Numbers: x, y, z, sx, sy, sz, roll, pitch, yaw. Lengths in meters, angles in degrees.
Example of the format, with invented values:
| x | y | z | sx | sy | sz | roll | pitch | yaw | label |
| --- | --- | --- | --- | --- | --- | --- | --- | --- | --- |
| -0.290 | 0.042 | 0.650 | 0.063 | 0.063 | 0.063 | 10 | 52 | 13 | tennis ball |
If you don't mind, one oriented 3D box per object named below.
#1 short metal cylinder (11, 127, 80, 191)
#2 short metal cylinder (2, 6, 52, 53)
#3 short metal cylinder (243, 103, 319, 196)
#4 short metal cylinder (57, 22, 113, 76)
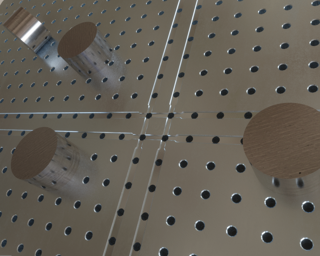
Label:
| x | y | z | sx | sy | sz | roll | pitch | yaw | label |
| --- | --- | --- | --- | --- | --- | --- | --- | --- | --- |
| -0.165 | 0.045 | 0.449 | 0.080 | 0.050 | 0.080 | -13 | 56 | 21 | short metal cylinder |
| -0.271 | -0.200 | 0.634 | 0.080 | 0.080 | 0.050 | 34 | 81 | 38 | short metal cylinder |
| 0.129 | 0.022 | 0.311 | 0.080 | 0.050 | 0.080 | -13 | 57 | 20 | short metal cylinder |
| -0.130 | -0.138 | 0.543 | 0.080 | 0.050 | 0.080 | -13 | 56 | 20 | short metal cylinder |
